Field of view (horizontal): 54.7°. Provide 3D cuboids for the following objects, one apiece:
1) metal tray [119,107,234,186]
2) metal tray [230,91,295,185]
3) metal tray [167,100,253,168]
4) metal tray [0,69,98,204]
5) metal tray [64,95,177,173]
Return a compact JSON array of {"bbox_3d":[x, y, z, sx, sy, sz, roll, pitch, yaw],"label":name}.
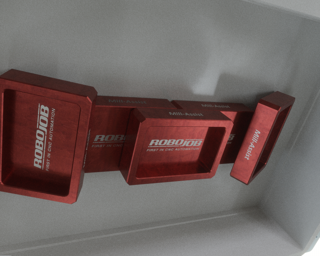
[{"bbox_3d":[0.021,0.023,0.390,0.131,0.030,0.089,1,118,-29],"label":"metal tray"},{"bbox_3d":[0.157,0.014,0.472,0.091,0.030,0.129,-21,132,-52],"label":"metal tray"},{"bbox_3d":[0.067,0.009,0.446,0.131,0.030,0.089,0,118,-28],"label":"metal tray"},{"bbox_3d":[-0.121,0.013,0.322,0.091,0.030,0.129,12,115,-6],"label":"metal tray"},{"bbox_3d":[-0.048,0.008,0.383,0.131,0.030,0.089,0,118,-28],"label":"metal tray"}]
